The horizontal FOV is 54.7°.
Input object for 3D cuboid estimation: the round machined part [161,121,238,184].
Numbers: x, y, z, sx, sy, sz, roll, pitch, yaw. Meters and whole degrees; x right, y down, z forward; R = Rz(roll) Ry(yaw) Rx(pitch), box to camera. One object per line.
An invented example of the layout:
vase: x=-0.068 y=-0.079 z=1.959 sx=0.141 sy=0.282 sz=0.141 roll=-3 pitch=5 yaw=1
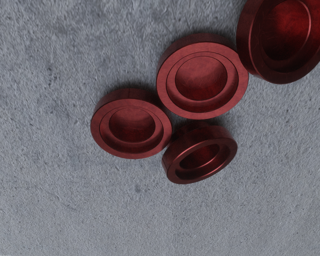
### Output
round machined part: x=0.047 y=0.029 z=0.406 sx=0.099 sy=0.042 sz=0.097 roll=-16 pitch=143 yaw=-12

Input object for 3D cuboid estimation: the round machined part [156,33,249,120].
round machined part: x=0.045 y=-0.060 z=0.345 sx=0.099 sy=0.042 sz=0.097 roll=0 pitch=130 yaw=0

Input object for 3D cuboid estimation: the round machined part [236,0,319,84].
round machined part: x=0.115 y=-0.095 z=0.300 sx=0.099 sy=0.042 sz=0.097 roll=-9 pitch=116 yaw=-20

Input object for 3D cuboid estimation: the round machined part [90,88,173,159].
round machined part: x=-0.034 y=-0.010 z=0.387 sx=0.099 sy=0.042 sz=0.097 roll=0 pitch=130 yaw=0
